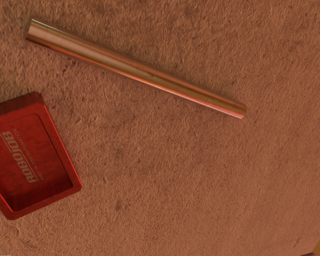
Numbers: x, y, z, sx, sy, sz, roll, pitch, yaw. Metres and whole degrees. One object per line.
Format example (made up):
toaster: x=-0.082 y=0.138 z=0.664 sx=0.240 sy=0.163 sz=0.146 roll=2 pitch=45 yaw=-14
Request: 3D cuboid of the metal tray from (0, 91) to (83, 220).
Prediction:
metal tray: x=-0.151 y=0.034 z=0.342 sx=0.091 sy=0.030 sz=0.129 roll=-23 pitch=127 yaw=-15

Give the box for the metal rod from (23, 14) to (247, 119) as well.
metal rod: x=-0.002 y=-0.058 z=0.369 sx=0.302 sy=0.025 sz=0.025 roll=16 pitch=110 yaw=-35
